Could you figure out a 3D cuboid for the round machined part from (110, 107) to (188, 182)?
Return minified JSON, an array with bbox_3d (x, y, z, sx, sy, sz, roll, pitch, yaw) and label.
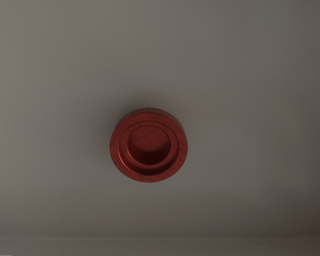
[{"bbox_3d":[-0.014,0.019,0.409,0.099,0.042,0.097,0,110,-1],"label":"round machined part"}]
